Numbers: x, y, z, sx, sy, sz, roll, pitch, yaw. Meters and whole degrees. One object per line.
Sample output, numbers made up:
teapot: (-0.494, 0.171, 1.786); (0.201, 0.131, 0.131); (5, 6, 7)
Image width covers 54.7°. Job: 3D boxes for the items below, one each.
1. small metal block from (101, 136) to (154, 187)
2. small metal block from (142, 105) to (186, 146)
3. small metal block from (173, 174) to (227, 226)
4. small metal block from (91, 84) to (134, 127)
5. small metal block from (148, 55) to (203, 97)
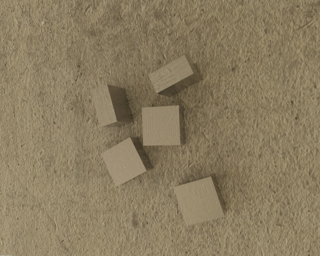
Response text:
small metal block: (-0.045, 0.046, 0.425); (0.050, 0.025, 0.050); (-30, 81, 17)
small metal block: (0.005, -0.003, 0.407); (0.050, 0.025, 0.050); (-2, 89, 20)
small metal block: (0.051, 0.090, 0.391); (0.050, 0.025, 0.050); (-20, 84, 19)
small metal block: (-0.063, -0.029, 0.418); (0.025, 0.050, 0.050); (-18, 84, 19)
small metal block: (0.021, -0.063, 0.388); (0.050, 0.050, 0.025); (-27, 81, 18)
